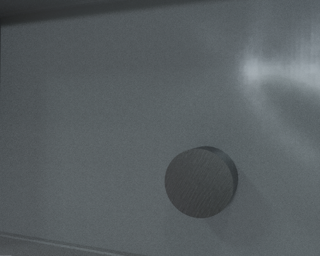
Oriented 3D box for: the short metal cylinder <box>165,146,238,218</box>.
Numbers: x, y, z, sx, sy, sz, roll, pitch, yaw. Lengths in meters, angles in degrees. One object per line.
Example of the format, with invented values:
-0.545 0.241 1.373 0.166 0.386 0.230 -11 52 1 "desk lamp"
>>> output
0.052 0.064 0.379 0.080 0.050 0.080 0 90 20 "short metal cylinder"
